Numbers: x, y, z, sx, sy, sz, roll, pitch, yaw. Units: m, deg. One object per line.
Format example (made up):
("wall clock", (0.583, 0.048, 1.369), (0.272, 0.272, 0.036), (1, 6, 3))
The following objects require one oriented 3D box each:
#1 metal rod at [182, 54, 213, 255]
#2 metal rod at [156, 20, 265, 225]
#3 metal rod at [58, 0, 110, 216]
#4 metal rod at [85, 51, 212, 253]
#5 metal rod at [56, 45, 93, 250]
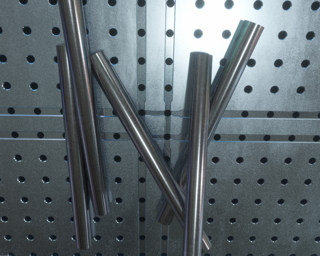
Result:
("metal rod", (0.046, 0.058, 0.396), (0.025, 0.025, 0.298), (2, 95, -1))
("metal rod", (0.059, 0.006, 0.416), (0.025, 0.025, 0.298), (20, 109, -8))
("metal rod", (-0.091, -0.013, 0.392), (0.025, 0.025, 0.298), (-2, 116, 0))
("metal rod", (-0.010, 0.040, 0.409), (0.025, 0.025, 0.299), (-27, 101, 9))
("metal rod", (-0.115, 0.039, 0.426), (0.025, 0.025, 0.298), (0, 110, -1))
